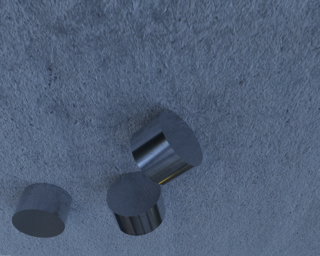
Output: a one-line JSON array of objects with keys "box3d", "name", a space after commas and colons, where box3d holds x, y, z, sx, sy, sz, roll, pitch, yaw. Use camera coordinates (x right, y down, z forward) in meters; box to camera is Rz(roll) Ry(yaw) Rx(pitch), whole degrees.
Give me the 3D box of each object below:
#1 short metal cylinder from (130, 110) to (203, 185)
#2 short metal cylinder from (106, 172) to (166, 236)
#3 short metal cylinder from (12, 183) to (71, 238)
[{"box3d": [0.009, 0.025, 0.392, 0.050, 0.080, 0.080, -36, 122, 26], "name": "short metal cylinder"}, {"box3d": [-0.035, 0.113, 0.467, 0.080, 0.080, 0.050, -7, 130, 5], "name": "short metal cylinder"}, {"box3d": [-0.190, 0.135, 0.503, 0.081, 0.050, 0.079, 0, 130, 0], "name": "short metal cylinder"}]
